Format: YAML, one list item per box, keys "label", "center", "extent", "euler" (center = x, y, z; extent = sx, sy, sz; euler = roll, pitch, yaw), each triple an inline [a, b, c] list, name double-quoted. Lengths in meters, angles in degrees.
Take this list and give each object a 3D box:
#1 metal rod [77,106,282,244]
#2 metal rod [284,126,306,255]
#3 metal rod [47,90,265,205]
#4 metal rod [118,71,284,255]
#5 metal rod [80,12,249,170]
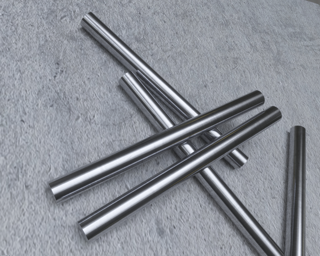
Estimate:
- label: "metal rod"
  center: [0.044, 0.041, 0.372]
  extent: [0.302, 0.025, 0.025]
  euler: [-27, 77, -28]
- label: "metal rod"
  center: [0.191, 0.116, 0.435]
  extent: [0.025, 0.025, 0.300]
  euler: [29, 52, -10]
- label: "metal rod"
  center: [0.016, 0.011, 0.376]
  extent: [0.302, 0.025, 0.025]
  euler: [-23, 74, -27]
- label: "metal rod"
  center: [0.048, 0.046, 0.401]
  extent: [0.025, 0.025, 0.300]
  euler: [-34, 81, -38]
- label: "metal rod"
  center: [0.005, -0.053, 0.438]
  extent: [0.300, 0.025, 0.025]
  euler: [43, 51, 1]
